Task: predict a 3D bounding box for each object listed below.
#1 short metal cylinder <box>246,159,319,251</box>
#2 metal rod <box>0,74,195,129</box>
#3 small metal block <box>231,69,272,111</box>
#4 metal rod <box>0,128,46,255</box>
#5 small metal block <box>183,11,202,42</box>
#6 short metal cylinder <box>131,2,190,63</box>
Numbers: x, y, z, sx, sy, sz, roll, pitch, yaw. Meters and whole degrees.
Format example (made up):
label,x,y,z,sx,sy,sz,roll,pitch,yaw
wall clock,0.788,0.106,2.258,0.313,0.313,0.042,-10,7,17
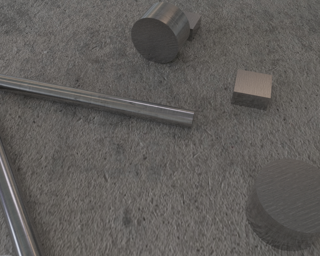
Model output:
label,x,y,z,sx,sy,sz,roll,pitch,yaw
short metal cylinder,0.135,0.079,0.321,0.081,0.050,0.080,0,50,0
metal rod,-0.102,-0.040,0.436,0.301,0.025,0.025,11,51,9
small metal block,0.134,-0.056,0.451,0.050,0.025,0.050,12,51,10
metal rod,-0.185,0.047,0.362,0.025,0.025,0.300,-25,55,-20
small metal block,0.043,-0.186,0.560,0.050,0.025,0.050,17,52,14
short metal cylinder,0.001,-0.151,0.494,0.080,0.080,0.050,19,53,15
